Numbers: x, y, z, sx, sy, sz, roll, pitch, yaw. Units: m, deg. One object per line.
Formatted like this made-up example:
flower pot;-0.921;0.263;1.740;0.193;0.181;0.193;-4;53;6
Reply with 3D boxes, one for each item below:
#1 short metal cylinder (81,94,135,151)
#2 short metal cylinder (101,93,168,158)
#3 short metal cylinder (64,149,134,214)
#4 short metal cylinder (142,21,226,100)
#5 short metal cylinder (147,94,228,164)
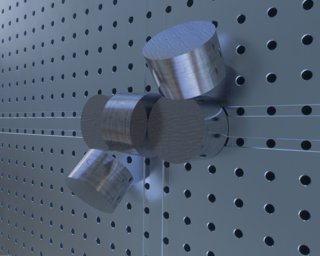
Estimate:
short metal cylinder;-0.069;-0.007;0.447;0.080;0.050;0.079;0;90;39
short metal cylinder;-0.028;-0.005;0.394;0.050;0.081;0.079;6;94;39
short metal cylinder;-0.084;0.075;0.433;0.080;0.050;0.080;23;146;17
short metal cylinder;0.027;-0.075;0.341;0.080;0.080;0.050;11;139;39
short metal cylinder;0.032;0.000;0.364;0.080;0.050;0.079;0;90;39
